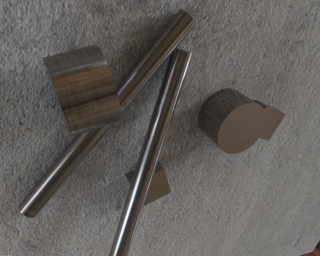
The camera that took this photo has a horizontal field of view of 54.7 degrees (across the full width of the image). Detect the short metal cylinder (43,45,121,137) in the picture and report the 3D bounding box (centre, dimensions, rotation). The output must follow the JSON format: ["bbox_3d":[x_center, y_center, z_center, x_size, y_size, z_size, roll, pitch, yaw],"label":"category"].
[{"bbox_3d":[-0.077,-0.037,0.307,0.050,0.080,0.079,-20,126,-17],"label":"short metal cylinder"}]

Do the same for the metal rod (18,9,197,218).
[{"bbox_3d":[-0.065,-0.012,0.363,0.299,0.025,0.025,-49,129,6],"label":"metal rod"}]

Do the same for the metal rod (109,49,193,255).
[{"bbox_3d":[-0.017,0.046,0.400,0.025,0.025,0.298,9,106,-32],"label":"metal rod"}]

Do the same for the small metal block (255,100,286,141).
[{"bbox_3d":[0.161,-0.012,0.488,0.050,0.025,0.050,15,111,-34],"label":"small metal block"}]

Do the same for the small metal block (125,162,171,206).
[{"bbox_3d":[-0.017,0.080,0.447,0.050,0.025,0.050,-25,128,-13],"label":"small metal block"}]

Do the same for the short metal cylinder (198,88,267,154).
[{"bbox_3d":[0.102,-0.010,0.440,0.081,0.050,0.079,-14,124,-21],"label":"short metal cylinder"}]
